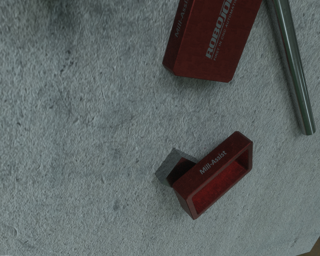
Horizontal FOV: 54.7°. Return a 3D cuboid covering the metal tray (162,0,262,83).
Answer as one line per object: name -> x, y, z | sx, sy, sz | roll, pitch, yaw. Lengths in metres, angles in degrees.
metal tray -> 0.064, -0.123, 0.364 | 0.091, 0.030, 0.129 | 2, 117, -30

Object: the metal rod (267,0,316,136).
metal rod -> 0.200, -0.090, 0.463 | 0.025, 0.025, 0.300 | -38, 130, -3

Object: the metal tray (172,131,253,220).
metal tray -> 0.085, 0.074, 0.473 | 0.130, 0.030, 0.090 | -38, 144, -13

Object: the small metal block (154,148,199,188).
small metal block -> 0.029, 0.063, 0.464 | 0.050, 0.025, 0.050 | 28, 103, -38
